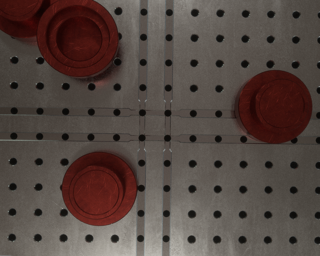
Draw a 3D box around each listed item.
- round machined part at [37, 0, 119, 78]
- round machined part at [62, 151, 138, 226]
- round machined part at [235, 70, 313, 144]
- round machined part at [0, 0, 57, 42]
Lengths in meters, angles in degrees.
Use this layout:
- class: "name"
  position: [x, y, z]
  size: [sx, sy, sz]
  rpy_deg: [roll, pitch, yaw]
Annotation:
- class: "round machined part"
  position: [-0.102, -0.113, 0.400]
  size: [0.099, 0.042, 0.097]
  rpy_deg: [0, 94, -6]
- class: "round machined part"
  position: [-0.079, 0.080, 0.404]
  size: [0.099, 0.042, 0.097]
  rpy_deg: [0, 90, -1]
- class: "round machined part"
  position: [0.152, -0.028, 0.407]
  size: [0.099, 0.042, 0.097]
  rpy_deg: [0, 90, -1]
- class: "round machined part"
  position: [-0.177, -0.166, 0.402]
  size: [0.099, 0.042, 0.097]
  rpy_deg: [0, 90, -1]
